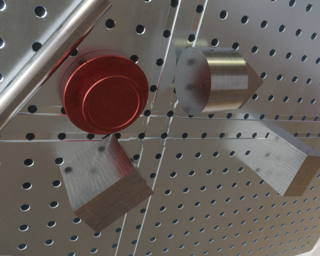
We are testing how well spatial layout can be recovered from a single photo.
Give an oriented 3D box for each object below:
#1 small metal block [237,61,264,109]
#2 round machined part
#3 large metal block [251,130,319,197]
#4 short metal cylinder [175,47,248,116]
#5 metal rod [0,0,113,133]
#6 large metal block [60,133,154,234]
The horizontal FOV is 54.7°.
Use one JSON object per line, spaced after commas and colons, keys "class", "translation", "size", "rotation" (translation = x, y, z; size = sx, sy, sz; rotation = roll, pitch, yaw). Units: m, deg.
{"class": "small metal block", "translation": [0.109, -0.063, 0.432], "size": [0.050, 0.025, 0.050], "rotation": [34, 99, -39]}
{"class": "round machined part", "translation": [-0.057, -0.034, 0.348], "size": [0.099, 0.042, 0.097], "rotation": [-14, 125, -21]}
{"class": "large metal block", "translation": [0.216, 0.060, 0.531], "size": [0.050, 0.080, 0.079], "rotation": [8, 115, -32]}
{"class": "short metal cylinder", "translation": [0.059, -0.056, 0.373], "size": [0.050, 0.080, 0.079], "rotation": [-6, 121, -26]}
{"class": "metal rod", "translation": [-0.158, -0.019, 0.313], "size": [0.300, 0.025, 0.025], "rotation": [-47, 129, 4]}
{"class": "large metal block", "translation": [-0.066, 0.065, 0.379], "size": [0.080, 0.080, 0.050], "rotation": [-35, 129, -5]}
